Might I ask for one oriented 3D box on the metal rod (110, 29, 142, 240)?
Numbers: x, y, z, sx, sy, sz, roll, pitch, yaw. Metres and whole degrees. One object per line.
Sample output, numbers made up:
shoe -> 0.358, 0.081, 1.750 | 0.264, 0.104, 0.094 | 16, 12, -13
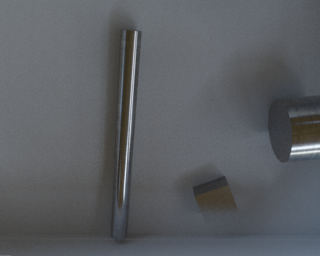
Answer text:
metal rod -> -0.048, 0.023, 0.419 | 0.025, 0.025, 0.298 | 5, 110, -2

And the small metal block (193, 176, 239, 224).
small metal block -> 0.081, 0.105, 0.451 | 0.050, 0.025, 0.050 | -21, 109, 7

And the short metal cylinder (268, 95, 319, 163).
short metal cylinder -> 0.173, 0.001, 0.385 | 0.050, 0.080, 0.079 | -5, 110, 1
